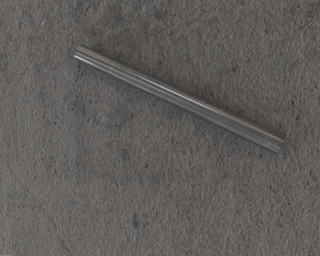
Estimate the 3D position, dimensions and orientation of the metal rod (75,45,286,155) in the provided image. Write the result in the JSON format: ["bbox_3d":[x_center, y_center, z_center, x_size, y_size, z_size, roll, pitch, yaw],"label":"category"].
[{"bbox_3d":[0.013,-0.044,0.404,0.300,0.025,0.025,27,99,18],"label":"metal rod"}]
